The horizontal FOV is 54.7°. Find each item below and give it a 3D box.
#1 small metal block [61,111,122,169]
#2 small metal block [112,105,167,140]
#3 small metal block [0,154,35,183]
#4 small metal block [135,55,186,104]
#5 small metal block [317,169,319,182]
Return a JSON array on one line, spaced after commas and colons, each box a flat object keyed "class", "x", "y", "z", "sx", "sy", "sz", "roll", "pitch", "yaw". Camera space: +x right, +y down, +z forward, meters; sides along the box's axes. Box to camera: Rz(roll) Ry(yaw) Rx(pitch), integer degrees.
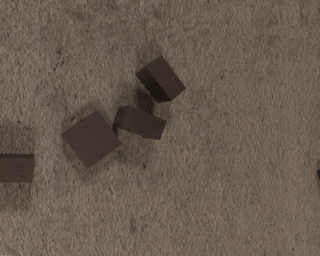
[{"class": "small metal block", "x": -0.084, "y": 0.014, "z": 0.379, "sx": 0.050, "sy": 0.025, "sz": 0.050, "roll": -38, "pitch": 102, "yaw": -16}, {"class": "small metal block", "x": -0.027, "y": -0.006, "z": 0.387, "sx": 0.050, "sy": 0.050, "sz": 0.025, "roll": 22, "pitch": 83, "yaw": -19}, {"class": "small metal block", "x": -0.164, "y": 0.042, "z": 0.335, "sx": 0.050, "sy": 0.050, "sz": 0.025, "roll": 4, "pitch": 89, "yaw": -20}, {"class": "small metal block", "x": 0.000, "y": -0.060, "z": 0.397, "sx": 0.025, "sy": 0.050, "sz": 0.050, "roll": -42, "pitch": 104, "yaw": -15}, {"class": "small metal block", "x": 0.300, "y": 0.086, "z": 0.523, "sx": 0.050, "sy": 0.025, "sz": 0.050, "roll": -23, "pitch": 98, "yaw": -19}]
